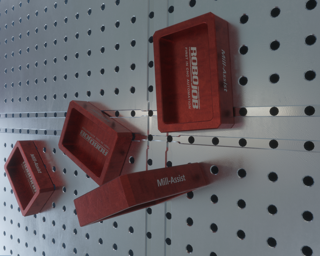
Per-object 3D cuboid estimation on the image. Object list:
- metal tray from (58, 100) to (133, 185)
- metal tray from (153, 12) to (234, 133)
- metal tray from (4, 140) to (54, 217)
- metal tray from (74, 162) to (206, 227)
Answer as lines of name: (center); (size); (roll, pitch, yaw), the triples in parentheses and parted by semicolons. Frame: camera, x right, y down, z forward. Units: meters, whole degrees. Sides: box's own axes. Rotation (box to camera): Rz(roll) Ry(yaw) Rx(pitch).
metal tray: (-0.108, 0.021, 0.496); (0.130, 0.030, 0.089); (32, 110, 35)
metal tray: (0.038, -0.061, 0.375); (0.090, 0.030, 0.129); (-5, 87, 40)
metal tray: (-0.269, 0.100, 0.630); (0.090, 0.030, 0.130); (-51, 60, 28)
metal tray: (-0.019, 0.074, 0.357); (0.090, 0.131, 0.030); (-31, 71, 36)
